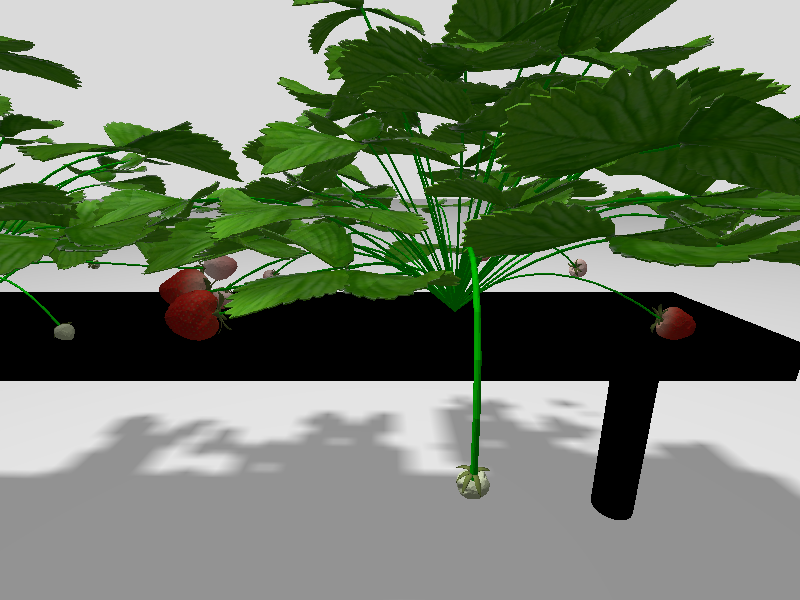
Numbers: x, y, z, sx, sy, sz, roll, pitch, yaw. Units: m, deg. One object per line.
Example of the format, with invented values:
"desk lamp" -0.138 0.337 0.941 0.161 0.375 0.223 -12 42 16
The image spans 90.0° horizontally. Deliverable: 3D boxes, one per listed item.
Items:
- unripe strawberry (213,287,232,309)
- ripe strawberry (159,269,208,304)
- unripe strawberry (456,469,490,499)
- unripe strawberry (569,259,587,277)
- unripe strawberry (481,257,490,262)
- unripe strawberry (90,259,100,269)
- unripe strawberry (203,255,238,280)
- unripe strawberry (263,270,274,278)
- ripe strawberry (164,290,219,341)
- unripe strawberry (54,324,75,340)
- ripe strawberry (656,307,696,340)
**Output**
"unripe strawberry" -0.164 -0.001 0.370 0.020 0.019 0.018 30 15 -7
"ripe strawberry" -0.195 -0.007 0.361 0.042 0.041 0.039 -1 16 0
"unripe strawberry" 0.024 0.061 0.133 0.011 0.010 0.010 2 16 6
"unripe strawberry" 0.221 -0.038 0.493 0.022 0.023 0.021 8 7 -41
"unripe strawberry" 0.121 -0.067 0.593 0.027 0.024 0.024 5 -31 16
"unripe strawberry" -0.419 -0.049 0.551 0.013 0.014 0.014 -2 4 -6
"unripe strawberry" -0.216 -0.041 0.481 0.037 0.032 0.037 -10 19 -33
"unripe strawberry" -0.148 -0.024 0.458 0.019 0.019 0.018 -32 -1 30
"ripe strawberry" -0.152 0.011 0.295 0.035 0.037 0.033 -6 17 -18
"unripe strawberry" -0.248 0.025 0.296 0.013 0.013 0.012 39 28 11
"ripe strawberry" 0.202 0.018 0.293 0.024 0.025 0.022 21 23 20
